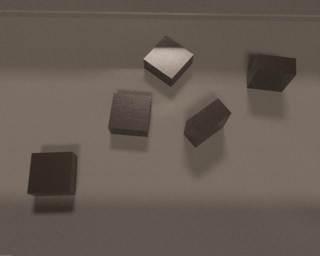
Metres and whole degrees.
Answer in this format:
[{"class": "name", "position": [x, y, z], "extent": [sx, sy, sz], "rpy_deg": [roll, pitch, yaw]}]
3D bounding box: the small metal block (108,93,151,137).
[{"class": "small metal block", "position": [-0.039, -0.017, 0.416], "extent": [0.050, 0.025, 0.050], "rpy_deg": [5, 70, 1]}]

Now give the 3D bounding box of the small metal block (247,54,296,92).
[{"class": "small metal block", "position": [0.151, -0.074, 0.425], "extent": [0.050, 0.050, 0.025], "rpy_deg": [7, 70, 2]}]

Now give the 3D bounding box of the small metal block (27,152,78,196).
[{"class": "small metal block", "position": [-0.133, 0.058, 0.387], "extent": [0.050, 0.025, 0.050], "rpy_deg": [-2, 70, -1]}]

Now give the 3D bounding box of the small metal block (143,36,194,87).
[{"class": "small metal block", "position": [0.012, -0.096, 0.445], "extent": [0.050, 0.025, 0.050], "rpy_deg": [37, 74, 12]}]

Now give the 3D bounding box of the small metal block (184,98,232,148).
[{"class": "small metal block", "position": [0.060, -0.005, 0.399], "extent": [0.050, 0.050, 0.025], "rpy_deg": [-35, 74, -12]}]
